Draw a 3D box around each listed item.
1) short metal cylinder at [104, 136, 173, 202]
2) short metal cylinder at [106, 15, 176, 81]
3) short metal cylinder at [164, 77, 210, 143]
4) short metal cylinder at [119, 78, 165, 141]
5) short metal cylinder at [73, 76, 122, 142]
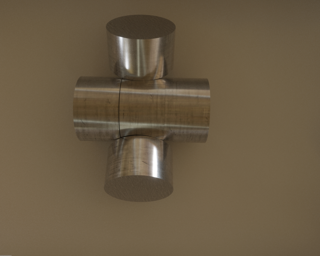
[{"bbox_3d":[-0.025,0.051,0.375,0.081,0.080,0.050,0,56,0],"label":"short metal cylinder"},{"bbox_3d":[-0.023,-0.099,0.375,0.081,0.080,0.050,2,128,0],"label":"short metal cylinder"},{"bbox_3d":[0.031,-0.022,0.383,0.050,0.080,0.080,1,90,0],"label":"short metal cylinder"},{"bbox_3d":[-0.020,-0.023,0.382,0.050,0.080,0.080,1,90,0],"label":"short metal cylinder"},{"bbox_3d":[-0.071,-0.023,0.382,0.050,0.080,0.080,1,90,0],"label":"short metal cylinder"}]
